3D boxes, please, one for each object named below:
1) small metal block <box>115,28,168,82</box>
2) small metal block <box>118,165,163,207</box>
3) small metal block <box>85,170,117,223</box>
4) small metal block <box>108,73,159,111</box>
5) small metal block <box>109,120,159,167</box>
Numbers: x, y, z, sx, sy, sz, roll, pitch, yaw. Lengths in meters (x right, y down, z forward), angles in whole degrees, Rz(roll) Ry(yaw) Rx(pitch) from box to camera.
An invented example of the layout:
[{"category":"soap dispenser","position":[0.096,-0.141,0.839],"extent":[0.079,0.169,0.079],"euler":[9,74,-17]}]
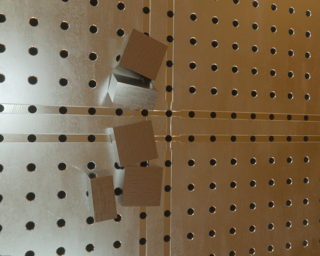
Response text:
[{"category":"small metal block","position":[-0.024,-0.092,0.403],"extent":[0.050,0.025,0.050],"euler":[23,82,-19]},{"category":"small metal block","position":[-0.026,0.074,0.403],"extent":[0.050,0.025,0.050],"euler":[5,89,-20]},{"category":"small metal block","position":[-0.072,0.080,0.373],"extent":[0.025,0.050,0.050],"euler":[-7,93,-20]},{"category":"small metal block","position":[-0.034,-0.045,0.383],"extent":[0.050,0.050,0.025],"euler":[11,108,-20]},{"category":"small metal block","position":[-0.034,0.019,0.400],"extent":[0.050,0.025,0.050],"euler":[-12,94,-20]}]
